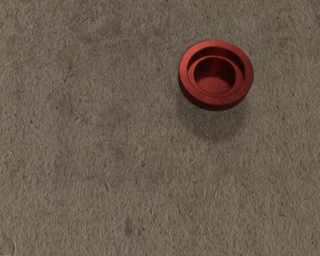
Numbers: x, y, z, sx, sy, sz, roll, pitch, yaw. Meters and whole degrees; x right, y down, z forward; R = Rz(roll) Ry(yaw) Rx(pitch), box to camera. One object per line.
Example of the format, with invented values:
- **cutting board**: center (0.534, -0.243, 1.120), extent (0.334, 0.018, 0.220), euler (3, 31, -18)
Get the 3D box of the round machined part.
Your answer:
- **round machined part**: center (0.074, -0.068, 0.425), extent (0.099, 0.042, 0.098), euler (0, 70, -1)
